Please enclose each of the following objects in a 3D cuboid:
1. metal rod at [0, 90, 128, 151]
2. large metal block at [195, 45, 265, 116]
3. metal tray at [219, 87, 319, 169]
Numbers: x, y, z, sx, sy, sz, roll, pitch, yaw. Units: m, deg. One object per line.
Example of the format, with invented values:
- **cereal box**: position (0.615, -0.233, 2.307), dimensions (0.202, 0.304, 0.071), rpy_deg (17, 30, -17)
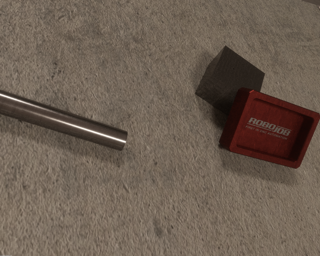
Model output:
- **metal rod**: position (-0.180, -0.031, 0.326), dimensions (0.302, 0.025, 0.025), rpy_deg (19, 54, -18)
- **large metal block**: position (0.113, -0.071, 0.494), dimensions (0.080, 0.050, 0.080), rpy_deg (33, 51, -7)
- **metal tray**: position (0.162, 0.002, 0.454), dimensions (0.131, 0.030, 0.089), rpy_deg (15, 99, -20)
